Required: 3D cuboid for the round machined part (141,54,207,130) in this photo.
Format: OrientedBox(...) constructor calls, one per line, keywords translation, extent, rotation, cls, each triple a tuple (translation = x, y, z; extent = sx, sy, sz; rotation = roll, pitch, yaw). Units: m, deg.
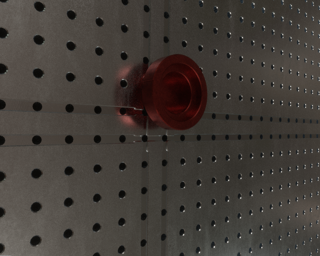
OrientedBox(translation=(0.015, -0.046, 0.412), extent=(0.099, 0.042, 0.097), rotation=(0, 90, -40), cls="round machined part")
